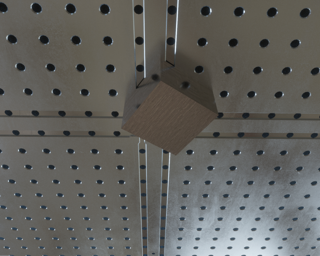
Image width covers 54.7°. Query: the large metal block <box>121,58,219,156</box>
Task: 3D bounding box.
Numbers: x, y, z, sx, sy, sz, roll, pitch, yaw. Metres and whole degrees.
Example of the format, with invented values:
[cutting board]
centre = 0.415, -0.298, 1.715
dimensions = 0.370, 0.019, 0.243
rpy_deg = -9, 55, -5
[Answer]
[large metal block]
centre = 0.010, -0.023, 0.376
dimensions = 0.080, 0.050, 0.080
rpy_deg = 28, 125, -22
